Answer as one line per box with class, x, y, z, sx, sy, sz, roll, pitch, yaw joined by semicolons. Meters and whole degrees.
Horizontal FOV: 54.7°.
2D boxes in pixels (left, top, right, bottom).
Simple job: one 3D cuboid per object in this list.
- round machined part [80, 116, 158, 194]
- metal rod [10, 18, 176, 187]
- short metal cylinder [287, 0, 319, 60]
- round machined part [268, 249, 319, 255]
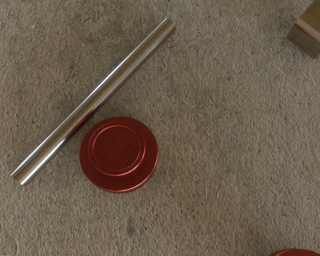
round machined part;-0.051;0.030;0.388;0.099;0.042;0.098;0;70;0
metal rod;-0.081;-0.045;0.423;0.025;0.025;0.301;37;74;12
short metal cylinder;0.226;-0.143;0.433;0.080;0.080;0.050;-42;75;-14
round machined part;0.148;0.182;0.334;0.099;0.042;0.098;0;70;0
